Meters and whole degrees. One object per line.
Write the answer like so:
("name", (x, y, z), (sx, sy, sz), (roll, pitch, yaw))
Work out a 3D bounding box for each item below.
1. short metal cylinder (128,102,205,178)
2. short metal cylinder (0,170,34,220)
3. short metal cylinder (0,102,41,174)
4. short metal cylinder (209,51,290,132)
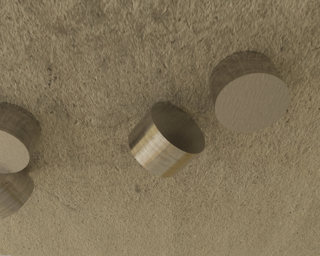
("short metal cylinder", (0.008, 0.014, 0.383), (0.080, 0.080, 0.050), (28, 125, -22))
("short metal cylinder", (-0.230, 0.083, 0.440), (0.080, 0.080, 0.050), (-15, 129, 12))
("short metal cylinder", (-0.203, 0.013, 0.400), (0.081, 0.050, 0.079), (0, 130, 0))
("short metal cylinder", (0.100, -0.041, 0.357), (0.081, 0.050, 0.079), (0, 130, 0))
